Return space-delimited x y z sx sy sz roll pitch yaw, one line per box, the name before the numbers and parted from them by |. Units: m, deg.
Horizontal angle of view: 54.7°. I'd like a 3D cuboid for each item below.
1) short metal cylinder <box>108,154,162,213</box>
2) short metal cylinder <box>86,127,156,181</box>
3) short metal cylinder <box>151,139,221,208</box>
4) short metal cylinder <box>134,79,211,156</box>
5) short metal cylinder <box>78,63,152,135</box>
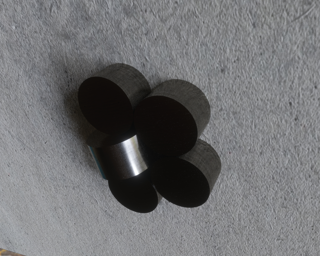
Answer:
short metal cylinder | -0.028 0.077 0.455 0.080 0.050 0.079 14 125 21
short metal cylinder | -0.051 0.026 0.416 0.080 0.080 0.050 -3 117 29
short metal cylinder | 0.035 0.057 0.409 0.080 0.050 0.079 14 125 21
short metal cylinder | 0.015 -0.013 0.375 0.080 0.050 0.079 13 125 20
short metal cylinder | -0.057 -0.037 0.399 0.080 0.050 0.079 14 125 21
